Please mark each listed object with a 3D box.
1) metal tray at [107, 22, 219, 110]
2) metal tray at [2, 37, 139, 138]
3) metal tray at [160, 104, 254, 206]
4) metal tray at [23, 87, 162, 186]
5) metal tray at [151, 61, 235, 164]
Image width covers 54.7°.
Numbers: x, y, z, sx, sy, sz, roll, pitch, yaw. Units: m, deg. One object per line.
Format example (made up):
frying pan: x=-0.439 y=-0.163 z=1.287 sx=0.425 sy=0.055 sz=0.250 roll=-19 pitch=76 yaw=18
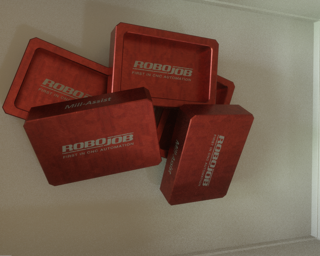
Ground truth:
metal tray: x=0.005 y=-0.069 z=0.377 sx=0.131 sy=0.030 sz=0.089 roll=4 pitch=89 yaw=-20
metal tray: x=-0.102 y=-0.038 z=0.367 sx=0.131 sy=0.030 sz=0.090 roll=21 pitch=83 yaw=-19
metal tray: x=0.057 y=0.034 z=0.394 sx=0.091 sy=0.030 sz=0.129 roll=-2 pitch=119 yaw=-26
metal tray: x=-0.069 y=0.011 z=0.345 sx=0.131 sy=0.030 sz=0.089 roll=-11 pitch=124 yaw=-5
metal tray: x=0.041 y=-0.016 z=0.422 sx=0.091 sy=0.030 sz=0.129 roll=21 pitch=83 yaw=-19
